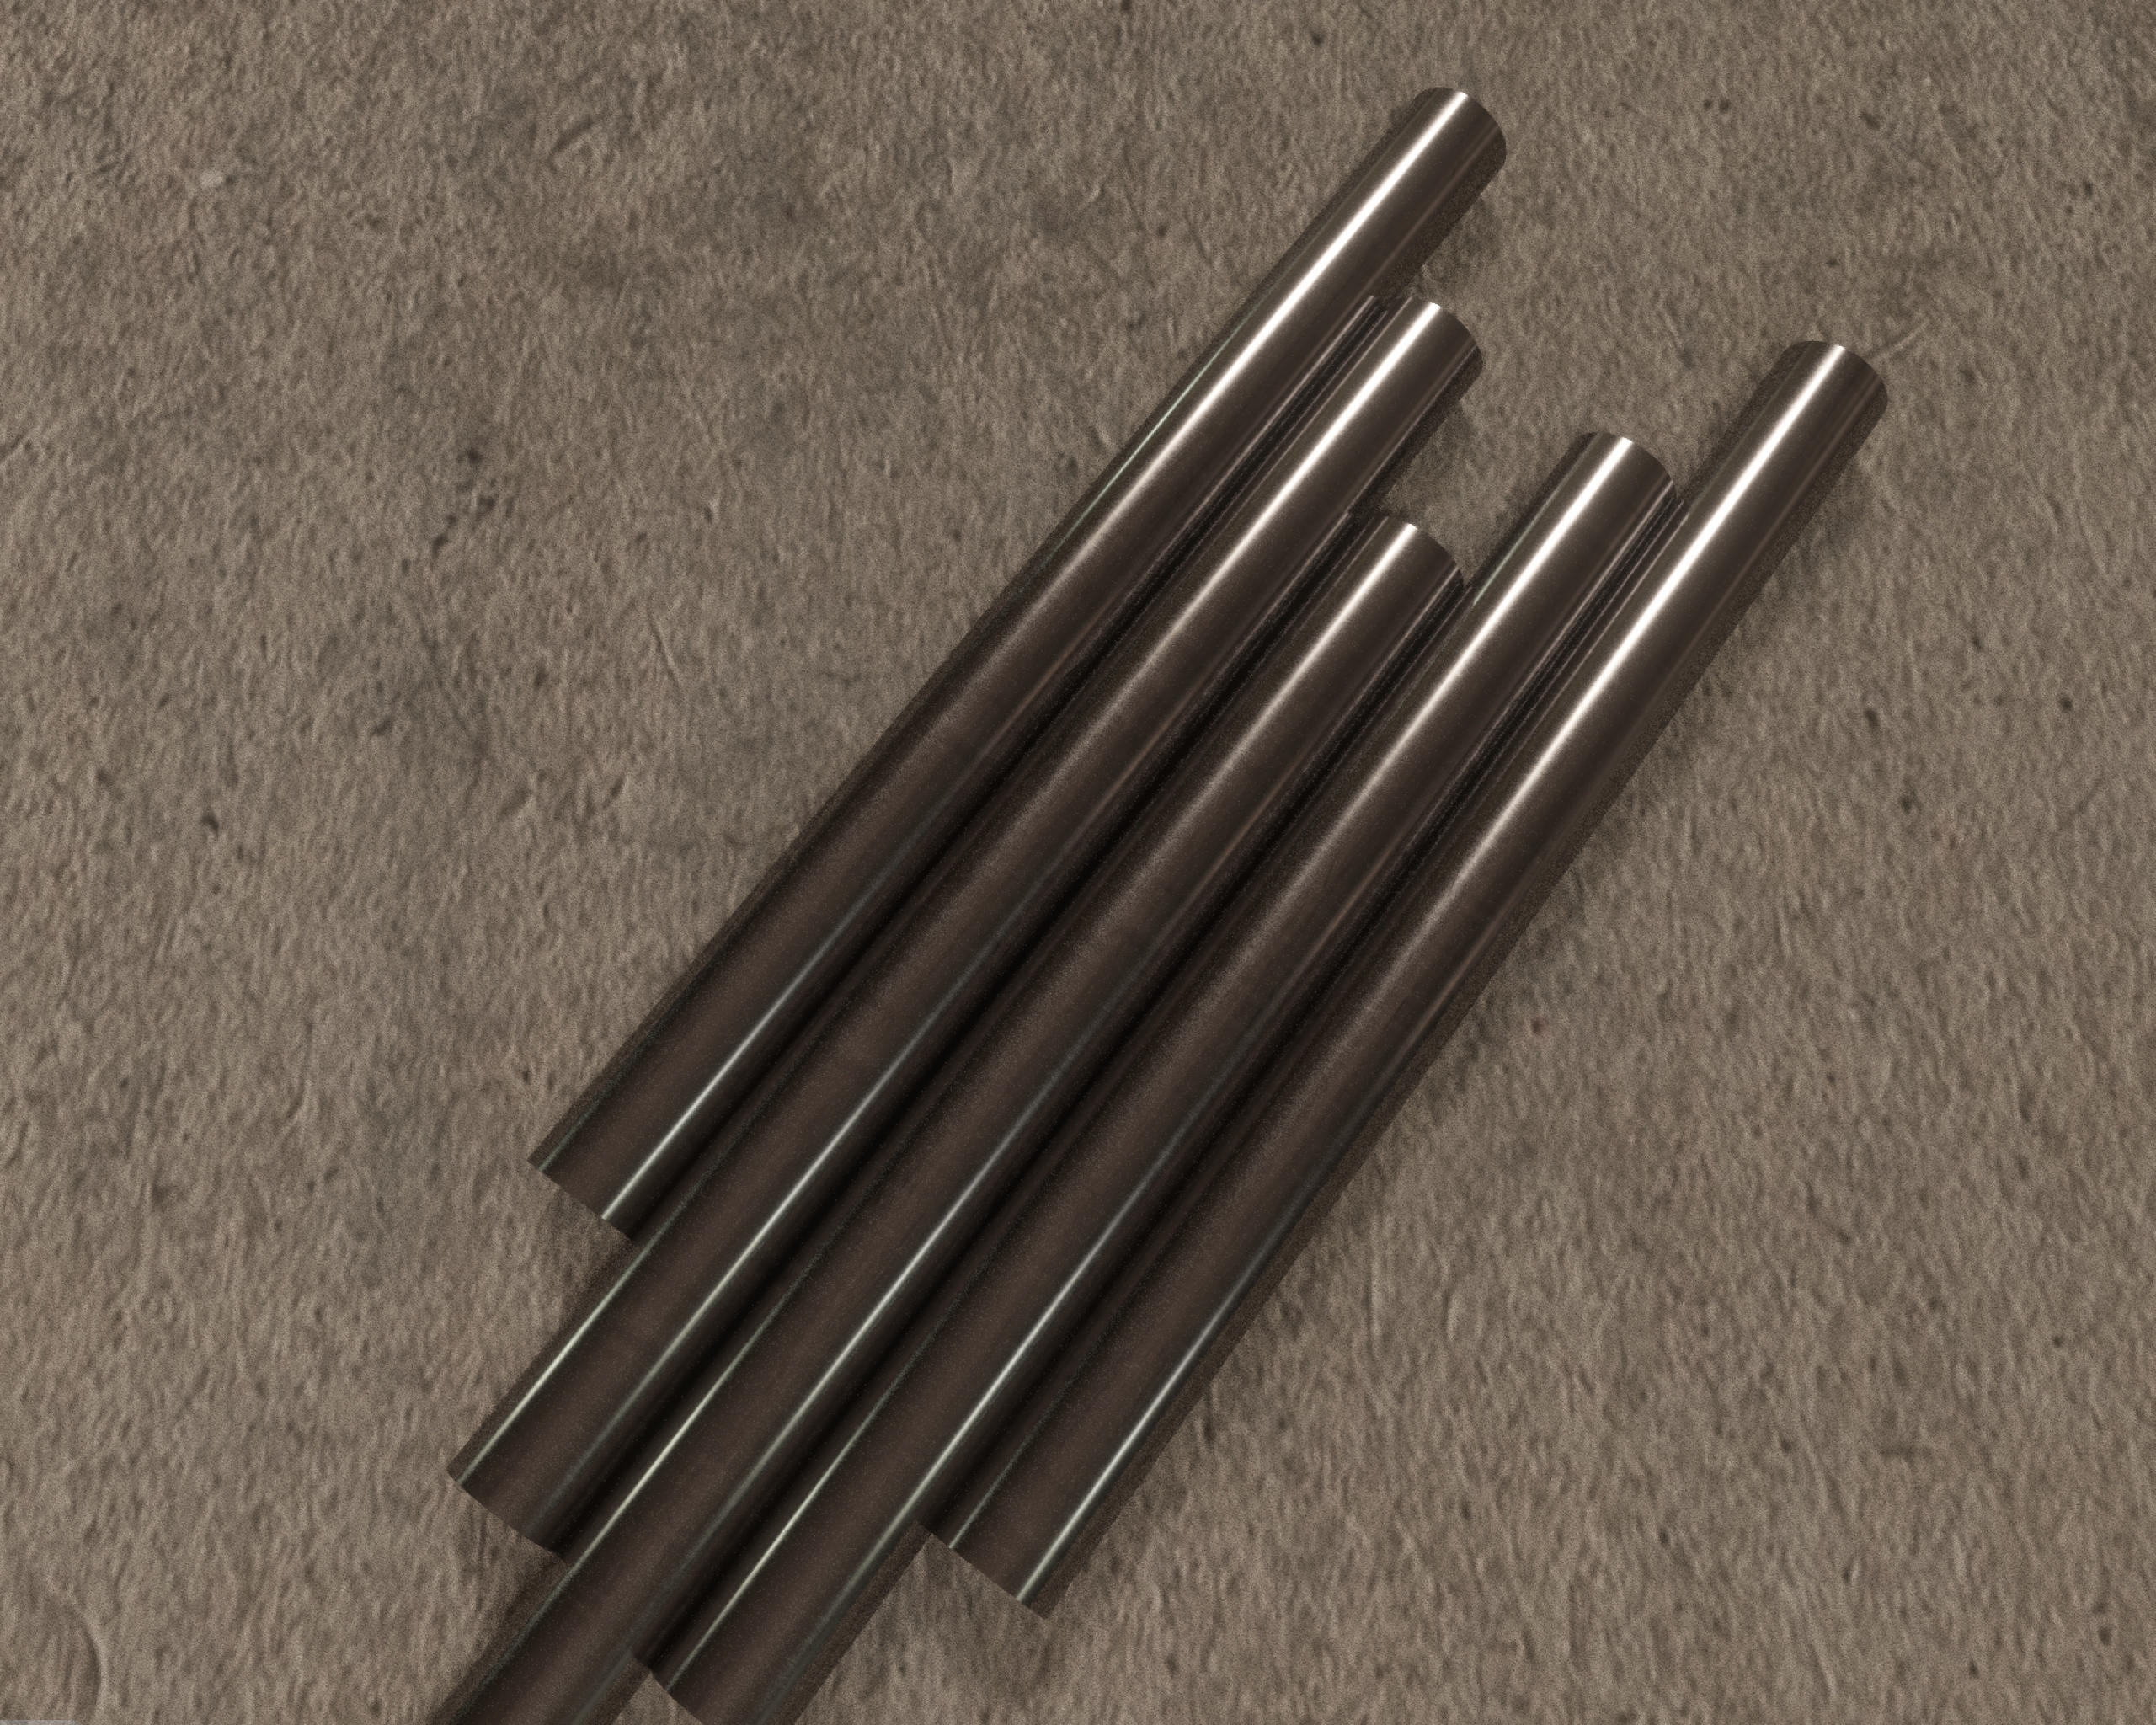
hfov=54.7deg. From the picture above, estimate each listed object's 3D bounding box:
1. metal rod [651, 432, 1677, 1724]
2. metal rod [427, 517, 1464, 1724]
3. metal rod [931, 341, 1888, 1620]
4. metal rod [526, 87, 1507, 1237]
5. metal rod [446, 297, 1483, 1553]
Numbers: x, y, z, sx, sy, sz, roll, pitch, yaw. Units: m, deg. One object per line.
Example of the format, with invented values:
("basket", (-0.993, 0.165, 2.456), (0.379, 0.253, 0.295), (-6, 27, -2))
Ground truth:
("metal rod", (0.026, 0.032, 0.398), (0.025, 0.025, 0.300), (35, 73, 11))
("metal rod", (-0.019, 0.050, 0.391), (0.025, 0.025, 0.300), (35, 73, 11))
("metal rod", (0.073, 0.011, 0.406), (0.025, 0.025, 0.300), (35, 73, 11))
("metal rod", (-0.003, -0.051, 0.428), (0.025, 0.025, 0.300), (35, 73, 11))
("metal rod", (-0.012, 0.001, 0.409), (0.025, 0.025, 0.300), (35, 73, 11))
